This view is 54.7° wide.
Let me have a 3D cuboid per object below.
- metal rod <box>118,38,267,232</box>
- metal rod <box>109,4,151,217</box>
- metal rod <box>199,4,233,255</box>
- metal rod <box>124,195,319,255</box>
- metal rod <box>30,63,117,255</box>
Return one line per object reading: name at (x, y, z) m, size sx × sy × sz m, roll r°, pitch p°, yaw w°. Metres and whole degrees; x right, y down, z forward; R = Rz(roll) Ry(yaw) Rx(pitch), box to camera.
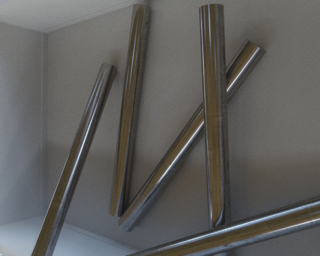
metal rod at (0.026, 0.027, 0.385) m, size 0.025 × 0.025 × 0.298 m, roll 48°, pitch 118°, yaw 29°
metal rod at (-0.044, -0.020, 0.443) m, size 0.025 × 0.025 × 0.298 m, roll 13°, pitch 98°, yaw 39°
metal rod at (0.061, 0.025, 0.333) m, size 0.025 × 0.025 × 0.298 m, roll 2°, pitch 98°, yaw 40°
metal rod at (0.077, 0.106, 0.308) m, size 0.300 × 0.025 × 0.025 m, roll -27°, pitch 73°, yaw 25°
metal rod at (-0.115, 0.044, 0.424) m, size 0.025 × 0.025 × 0.299 m, roll -1°, pitch 65°, yaw 40°
